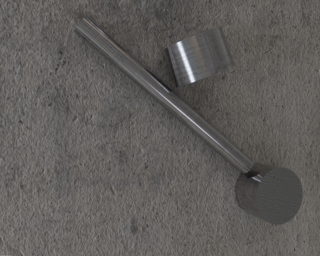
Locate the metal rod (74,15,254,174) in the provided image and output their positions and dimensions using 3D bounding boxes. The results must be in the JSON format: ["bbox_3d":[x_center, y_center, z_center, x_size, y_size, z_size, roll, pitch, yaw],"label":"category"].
[{"bbox_3d":[0.016,-0.034,0.415,0.301,0.025,0.025,39,78,-16],"label":"metal rod"}]

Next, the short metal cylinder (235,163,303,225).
[{"bbox_3d":[0.159,0.095,0.455,0.081,0.050,0.080,0,90,-20],"label":"short metal cylinder"}]

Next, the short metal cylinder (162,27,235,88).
[{"bbox_3d":[0.050,-0.090,0.398,0.081,0.080,0.050,-24,98,-19],"label":"short metal cylinder"}]
